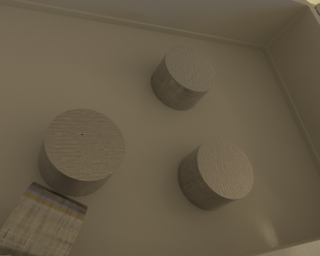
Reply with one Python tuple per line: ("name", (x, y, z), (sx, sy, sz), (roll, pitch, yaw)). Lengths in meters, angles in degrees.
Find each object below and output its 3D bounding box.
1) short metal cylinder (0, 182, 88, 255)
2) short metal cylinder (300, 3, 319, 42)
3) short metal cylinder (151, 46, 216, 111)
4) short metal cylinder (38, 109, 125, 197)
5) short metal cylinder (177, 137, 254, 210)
("short metal cylinder", (-0.103, 0.092, 0.259), (0.050, 0.080, 0.080), (29, 52, -11))
("short metal cylinder", (0.397, -0.259, 0.763), (0.081, 0.050, 0.080), (14, 56, -21))
("short metal cylinder", (0.033, -0.072, 0.451), (0.081, 0.050, 0.080), (14, 56, -21))
("short metal cylinder", (-0.083, 0.026, 0.328), (0.081, 0.050, 0.080), (14, 56, -21))
("short metal cylinder", (0.069, 0.058, 0.391), (0.081, 0.050, 0.080), (14, 56, -21))
